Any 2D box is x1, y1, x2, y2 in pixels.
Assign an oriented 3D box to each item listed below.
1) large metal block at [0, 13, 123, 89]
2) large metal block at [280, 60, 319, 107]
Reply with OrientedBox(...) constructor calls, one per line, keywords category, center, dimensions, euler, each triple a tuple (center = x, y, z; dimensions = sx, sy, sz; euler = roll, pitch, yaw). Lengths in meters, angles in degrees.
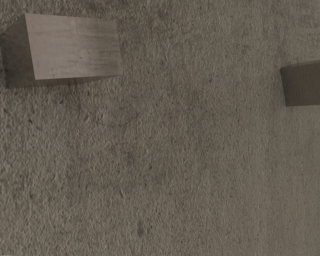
OrientedBox(category="large metal block", center=(-0.093, -0.068, 0.290), dimensions=(0.081, 0.080, 0.050), euler=(-12, 98, -39))
OrientedBox(category="large metal block", center=(0.295, -0.089, 0.616), dimensions=(0.050, 0.080, 0.080), euler=(-23, 105, -38))
